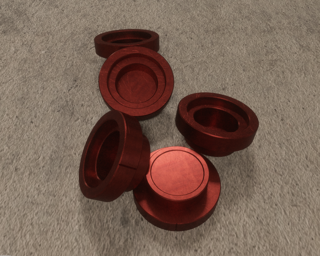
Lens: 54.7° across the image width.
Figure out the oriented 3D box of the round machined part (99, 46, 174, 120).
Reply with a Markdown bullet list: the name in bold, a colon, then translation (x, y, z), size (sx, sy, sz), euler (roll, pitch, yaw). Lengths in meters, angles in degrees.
- **round machined part**: translation (-0.032, -0.058, 0.423), size (0.099, 0.042, 0.098), euler (1, 78, -4)

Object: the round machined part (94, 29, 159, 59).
- **round machined part**: translation (-0.050, -0.121, 0.481), size (0.099, 0.042, 0.098), euler (-1, 31, 1)

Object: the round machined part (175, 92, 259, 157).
- **round machined part**: translation (0.067, -0.001, 0.384), size (0.099, 0.042, 0.098), euler (7, 36, -5)

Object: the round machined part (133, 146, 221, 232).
- **round machined part**: translation (0.018, 0.059, 0.343), size (0.099, 0.042, 0.098), euler (0, 50, 0)

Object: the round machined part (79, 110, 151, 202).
- **round machined part**: translation (-0.047, 0.033, 0.341), size (0.042, 0.098, 0.098), euler (22, 41, -33)
